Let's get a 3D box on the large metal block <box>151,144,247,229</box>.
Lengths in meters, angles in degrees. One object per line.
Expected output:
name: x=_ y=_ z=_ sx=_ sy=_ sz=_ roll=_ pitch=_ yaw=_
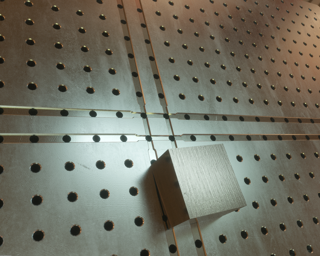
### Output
large metal block: x=0.045 y=0.068 z=0.374 sx=0.081 sy=0.050 sz=0.080 roll=-3 pitch=63 yaw=-30
